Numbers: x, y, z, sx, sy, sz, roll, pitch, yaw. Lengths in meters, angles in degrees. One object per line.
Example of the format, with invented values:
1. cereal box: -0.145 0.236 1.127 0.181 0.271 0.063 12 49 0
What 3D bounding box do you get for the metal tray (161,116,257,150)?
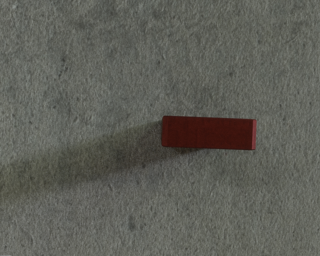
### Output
1. metal tray: 0.047 0.004 0.358 0.091 0.130 0.030 2 90 0
